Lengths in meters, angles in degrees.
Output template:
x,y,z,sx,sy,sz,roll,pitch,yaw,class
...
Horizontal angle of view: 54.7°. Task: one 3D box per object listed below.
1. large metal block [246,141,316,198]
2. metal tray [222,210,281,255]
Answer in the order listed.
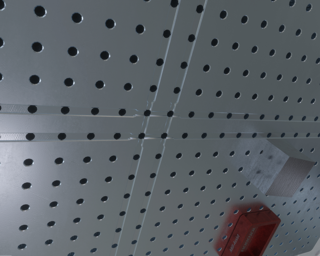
x,y,z,sx,sy,sz,roll,pitch,yaw,class
0.219,0.076,0.562,0.081,0.050,0.079,13,112,-34,large metal block
0.193,0.239,0.660,0.091,0.030,0.129,2,118,-29,metal tray
